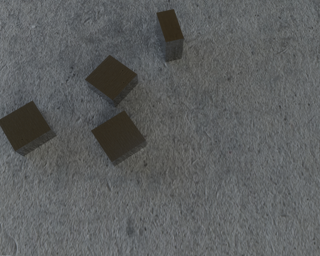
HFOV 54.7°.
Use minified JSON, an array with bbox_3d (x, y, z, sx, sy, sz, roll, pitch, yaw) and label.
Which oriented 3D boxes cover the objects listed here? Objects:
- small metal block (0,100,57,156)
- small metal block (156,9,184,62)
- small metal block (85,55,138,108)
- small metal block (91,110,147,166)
[{"bbox_3d":[-0.173,0.001,0.407,0.050,0.025,0.050,-34,74,-12],"label":"small metal block"},{"bbox_3d":[0.014,-0.131,0.443,0.025,0.050,0.050,-14,71,-5],"label":"small metal block"},{"bbox_3d":[-0.066,-0.065,0.431,0.050,0.025,0.050,37,74,12],"label":"small metal block"},{"bbox_3d":[-0.053,0.014,0.403,0.050,0.025,0.050,-33,73,-11],"label":"small metal block"}]
